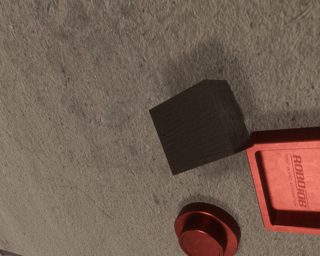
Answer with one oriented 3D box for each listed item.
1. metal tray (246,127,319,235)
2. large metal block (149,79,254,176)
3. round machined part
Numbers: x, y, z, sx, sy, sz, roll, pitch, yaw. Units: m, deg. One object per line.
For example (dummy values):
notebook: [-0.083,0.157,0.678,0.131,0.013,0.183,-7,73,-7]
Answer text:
metal tray: [0.159,0.064,0.359,0.090,0.030,0.129,-6,116,30]
large metal block: [0.045,0.000,0.347,0.080,0.050,0.080,-26,80,37]
round machined part: [0.066,0.162,0.460,0.098,0.042,0.097,13,124,20]
